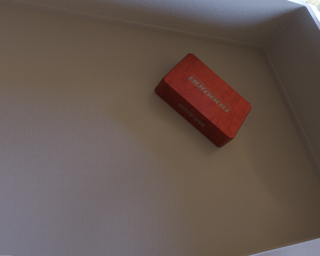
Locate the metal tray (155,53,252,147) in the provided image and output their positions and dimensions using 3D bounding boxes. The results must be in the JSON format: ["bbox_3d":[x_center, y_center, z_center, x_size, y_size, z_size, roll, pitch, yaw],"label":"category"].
[{"bbox_3d":[0.068,-0.044,0.468,0.130,0.030,0.090,41,51,-1],"label":"metal tray"}]
